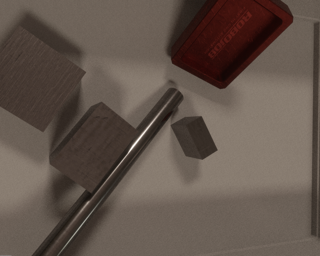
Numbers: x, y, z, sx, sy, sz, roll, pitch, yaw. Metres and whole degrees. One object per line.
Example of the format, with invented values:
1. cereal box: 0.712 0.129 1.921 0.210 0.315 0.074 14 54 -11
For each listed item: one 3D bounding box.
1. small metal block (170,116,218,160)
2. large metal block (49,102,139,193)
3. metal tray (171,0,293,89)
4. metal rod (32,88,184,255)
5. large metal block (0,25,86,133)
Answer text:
1. small metal block: 0.045 0.012 0.415 0.025 0.050 0.050 -30 100 -18
2. large metal block: -0.079 0.019 0.353 0.050 0.080 0.080 41 77 -16
3. metal tray: 0.085 -0.116 0.390 0.091 0.129 0.030 24 43 -21
4. metal rod: -0.061 0.061 0.353 0.025 0.025 0.301 45 62 -15
5. large metal block: -0.142 -0.050 0.345 0.080 0.050 0.080 35 79 -17
